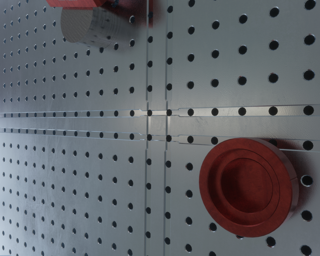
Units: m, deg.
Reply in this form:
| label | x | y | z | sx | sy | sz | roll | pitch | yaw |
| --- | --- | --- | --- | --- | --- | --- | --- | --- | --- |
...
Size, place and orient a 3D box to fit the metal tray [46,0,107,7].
| label | x | y | z | sx | sy | sz | roll | pitch | yaw |
| --- | --- | --- | --- | --- | --- | --- | --- | --- | --- |
| metal tray | -0.111 | -0.221 | 0.464 | 0.130 | 0.030 | 0.090 | 18 | 62 | 38 |

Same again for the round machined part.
| label | x | y | z | sx | sy | sz | roll | pitch | yaw |
| --- | --- | --- | --- | --- | --- | --- | --- | --- | --- |
| round machined part | 0.093 | 0.058 | 0.321 | 0.098 | 0.042 | 0.097 | 0 | 90 | 40 |

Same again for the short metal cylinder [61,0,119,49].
| label | x | y | z | sx | sy | sz | roll | pitch | yaw |
| --- | --- | --- | --- | --- | --- | --- | --- | --- | --- |
| short metal cylinder | -0.110 | -0.168 | 0.484 | 0.080 | 0.050 | 0.079 | 0 | 90 | 39 |
